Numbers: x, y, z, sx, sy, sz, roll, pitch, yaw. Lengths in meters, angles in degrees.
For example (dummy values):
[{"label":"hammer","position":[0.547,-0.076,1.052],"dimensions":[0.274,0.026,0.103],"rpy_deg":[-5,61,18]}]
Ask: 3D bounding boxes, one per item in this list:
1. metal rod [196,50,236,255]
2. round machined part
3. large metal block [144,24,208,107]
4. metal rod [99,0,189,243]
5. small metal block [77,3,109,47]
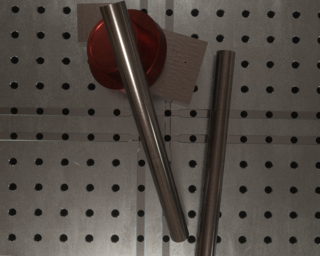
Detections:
[{"label":"metal rod","position":[0.073,0.047,0.414],"dimensions":[0.025,0.025,0.298],"rpy_deg":[6,90,-1]},{"label":"round machined part","position":[-0.045,-0.092,0.360],"dimensions":[0.098,0.042,0.097],"rpy_deg":[-4,81,26]},{"label":"large metal block","position":[0.009,-0.078,0.401],"dimensions":[0.080,0.050,0.080],"rpy_deg":[16,90,-1]},{"label":"metal rod","position":[-0.009,0.013,0.354],"dimensions":[0.025,0.025,0.298],"rpy_deg":[-16,114,0]},{"label":"small metal block","position":[-0.082,-0.136,0.412],"dimensions":[0.050,0.025,0.050],"rpy_deg":[-2,90,-1]}]
